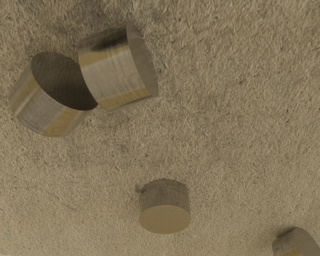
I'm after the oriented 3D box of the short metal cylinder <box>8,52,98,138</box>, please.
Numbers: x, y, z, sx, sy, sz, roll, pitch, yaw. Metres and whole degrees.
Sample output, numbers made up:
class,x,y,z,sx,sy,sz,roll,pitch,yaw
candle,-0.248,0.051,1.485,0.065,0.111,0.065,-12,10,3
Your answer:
class,x,y,z,sx,sy,sz,roll,pitch,yaw
short metal cylinder,-0.114,-0.036,0.339,0.080,0.080,0.050,34,122,-26

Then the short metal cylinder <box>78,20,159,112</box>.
class,x,y,z,sx,sy,sz,roll,pitch,yaw
short metal cylinder,-0.040,-0.062,0.318,0.050,0.080,0.080,-17,128,14

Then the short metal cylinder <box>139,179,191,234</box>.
class,x,y,z,sx,sy,sz,roll,pitch,yaw
short metal cylinder,0.008,0.127,0.499,0.081,0.050,0.079,0,130,0

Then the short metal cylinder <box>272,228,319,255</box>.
class,x,y,z,sx,sy,sz,roll,pitch,yaw
short metal cylinder,0.256,0.233,0.572,0.080,0.080,0.050,29,124,-22
